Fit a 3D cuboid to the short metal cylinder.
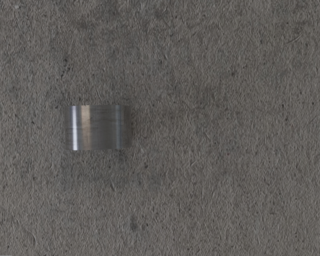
[{"bbox_3d":[-0.076,-0.001,0.382,0.080,0.080,0.050,-2,90,0],"label":"short metal cylinder"}]
